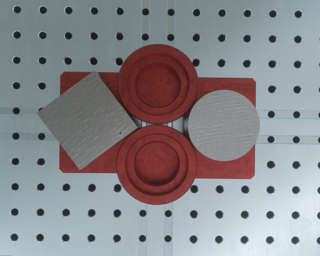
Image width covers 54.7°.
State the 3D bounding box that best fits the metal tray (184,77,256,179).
[{"bbox_3d":[0.077,0.000,0.409,0.091,0.030,0.129,1,90,0],"label":"metal tray"}]

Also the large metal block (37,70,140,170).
[{"bbox_3d":[-0.081,-0.009,0.370,0.080,0.050,0.080,-37,90,0],"label":"large metal block"}]

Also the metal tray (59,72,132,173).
[{"bbox_3d":[-0.083,-0.007,0.410,0.091,0.030,0.129,1,90,-2],"label":"metal tray"}]

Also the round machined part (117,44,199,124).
[{"bbox_3d":[-0.002,-0.054,0.396,0.099,0.042,0.097,0,90,0],"label":"round machined part"}]

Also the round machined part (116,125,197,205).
[{"bbox_3d":[-0.004,0.045,0.396,0.099,0.042,0.097,0,90,0],"label":"round machined part"}]

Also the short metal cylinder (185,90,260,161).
[{"bbox_3d":[0.071,-0.003,0.370,0.081,0.050,0.079,0,90,0],"label":"short metal cylinder"}]
